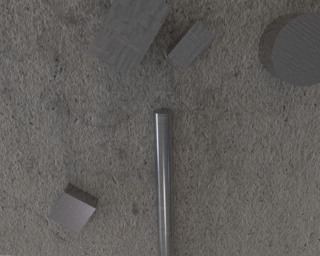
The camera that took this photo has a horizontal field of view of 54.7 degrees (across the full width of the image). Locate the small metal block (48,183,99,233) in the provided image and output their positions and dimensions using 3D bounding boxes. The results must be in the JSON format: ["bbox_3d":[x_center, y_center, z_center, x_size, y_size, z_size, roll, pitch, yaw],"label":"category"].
[{"bbox_3d":[-0.125,0.117,0.452,0.050,0.025,0.050,32,107,-11],"label":"small metal block"}]

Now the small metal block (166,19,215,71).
[{"bbox_3d":[0.033,-0.098,0.361,0.025,0.050,0.050,38,106,-13],"label":"small metal block"}]

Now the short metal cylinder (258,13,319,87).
[{"bbox_3d":[0.164,-0.093,0.364,0.081,0.050,0.079,0,110,0],"label":"short metal cylinder"}]

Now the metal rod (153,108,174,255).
[{"bbox_3d":[0.008,0.118,0.453,0.025,0.025,0.298,-2,110,0],"label":"metal rod"}]

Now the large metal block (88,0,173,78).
[{"bbox_3d":[-0.030,-0.109,0.340,0.050,0.080,0.080,29,107,-10],"label":"large metal block"}]
